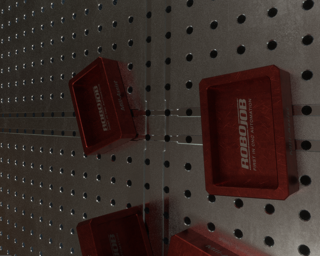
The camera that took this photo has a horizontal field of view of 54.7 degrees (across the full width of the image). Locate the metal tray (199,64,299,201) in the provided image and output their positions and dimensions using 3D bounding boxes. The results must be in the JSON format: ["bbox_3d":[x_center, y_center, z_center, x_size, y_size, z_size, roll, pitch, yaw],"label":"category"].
[{"bbox_3d":[0.091,0.006,0.329,0.090,0.030,0.129,-6,87,39],"label":"metal tray"}]

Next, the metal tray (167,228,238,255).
[{"bbox_3d":[0.064,0.186,0.352,0.130,0.030,0.089,18,101,38],"label":"metal tray"}]

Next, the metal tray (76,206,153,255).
[{"bbox_3d":[-0.051,0.177,0.406,0.030,0.091,0.129,-27,73,36],"label":"metal tray"}]

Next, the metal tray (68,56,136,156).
[{"bbox_3d":[-0.092,-0.032,0.479,0.090,0.030,0.129,-26,74,36],"label":"metal tray"}]
